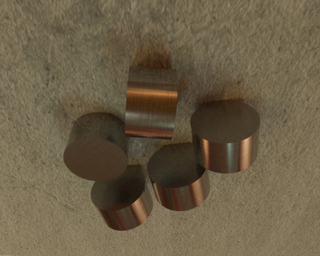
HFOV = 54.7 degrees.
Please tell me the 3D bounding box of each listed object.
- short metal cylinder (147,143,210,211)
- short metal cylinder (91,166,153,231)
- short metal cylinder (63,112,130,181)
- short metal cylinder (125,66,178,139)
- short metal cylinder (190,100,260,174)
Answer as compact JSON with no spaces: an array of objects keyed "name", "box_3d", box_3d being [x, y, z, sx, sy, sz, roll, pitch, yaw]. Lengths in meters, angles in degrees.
[{"name":"short metal cylinder","box_3d":[0.027,0.067,0.428,0.080,0.080,0.050,-8,130,6]},{"name":"short metal cylinder","box_3d":[-0.055,0.103,0.458,0.080,0.080,0.050,-9,130,7]},{"name":"short metal cylinder","box_3d":[-0.082,0.026,0.412,0.081,0.050,0.079,0,130,0]},{"name":"short metal cylinder","box_3d":[-0.011,-0.028,0.347,0.050,0.080,0.079,4,130,-4]},{"name":"short metal cylinder","box_3d":[0.080,0.009,0.380,0.080,0.080,0.050,-7,130,5]}]
